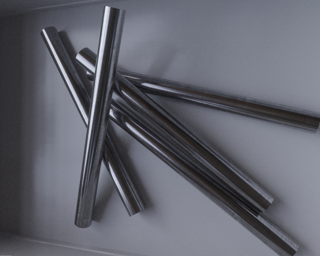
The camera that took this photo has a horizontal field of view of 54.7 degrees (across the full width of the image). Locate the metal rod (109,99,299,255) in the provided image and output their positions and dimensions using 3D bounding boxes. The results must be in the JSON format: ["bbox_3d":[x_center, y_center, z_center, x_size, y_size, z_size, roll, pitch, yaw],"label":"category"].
[{"bbox_3d":[0.038,0.055,0.397,0.300,0.025,0.025,38,102,16],"label":"metal rod"}]

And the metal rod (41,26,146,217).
[{"bbox_3d":[-0.099,-0.016,0.445,0.025,0.025,0.299,-31,80,17],"label":"metal rod"}]

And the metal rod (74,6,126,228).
[{"bbox_3d":[-0.081,0.001,0.401,0.025,0.025,0.298,20,111,19],"label":"metal rod"}]

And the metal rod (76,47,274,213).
[{"bbox_3d":[0.012,-0.003,0.389,0.300,0.025,0.025,39,103,9],"label":"metal rod"}]

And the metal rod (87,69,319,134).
[{"bbox_3d":[0.040,-0.043,0.396,0.301,0.025,0.025,15,95,19],"label":"metal rod"}]
